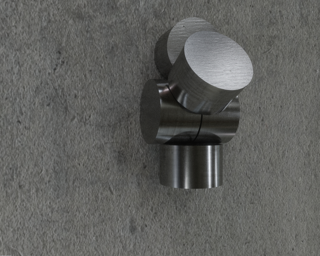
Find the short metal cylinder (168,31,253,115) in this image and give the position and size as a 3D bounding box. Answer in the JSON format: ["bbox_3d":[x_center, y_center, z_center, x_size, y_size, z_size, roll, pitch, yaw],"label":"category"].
[{"bbox_3d":[0.055,-0.061,0.348,0.081,0.050,0.080,10,59,-16],"label":"short metal cylinder"}]

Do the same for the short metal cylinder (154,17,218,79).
[{"bbox_3d":[0.038,-0.099,0.413,0.081,0.050,0.079,0,90,-21],"label":"short metal cylinder"}]

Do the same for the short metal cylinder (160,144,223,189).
[{"bbox_3d":[0.040,0.045,0.397,0.081,0.080,0.050,0,90,-20],"label":"short metal cylinder"}]

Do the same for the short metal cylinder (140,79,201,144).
[{"bbox_3d":[0.010,-0.020,0.386,0.050,0.080,0.079,1,90,-21],"label":"short metal cylinder"}]

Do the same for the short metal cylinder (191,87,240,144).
[{"bbox_3d":[0.060,-0.019,0.404,0.050,0.080,0.079,0,90,-20],"label":"short metal cylinder"}]
